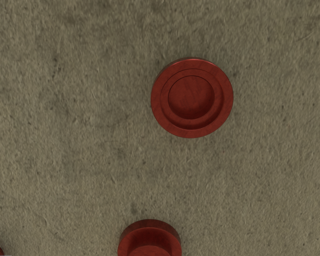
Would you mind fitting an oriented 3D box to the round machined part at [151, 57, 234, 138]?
[{"bbox_3d":[0.038,-0.040,0.387,0.099,0.042,0.097,0,110,-1],"label":"round machined part"}]

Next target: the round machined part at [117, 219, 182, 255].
[{"bbox_3d":[-0.016,0.192,0.472,0.099,0.042,0.097,0,110,-1],"label":"round machined part"}]

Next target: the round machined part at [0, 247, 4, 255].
[{"bbox_3d":[-0.282,0.209,0.474,0.099,0.042,0.097,0,110,-1],"label":"round machined part"}]
